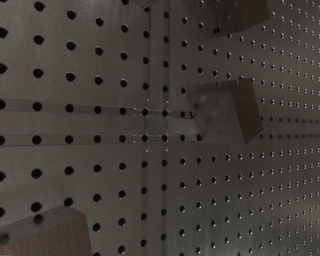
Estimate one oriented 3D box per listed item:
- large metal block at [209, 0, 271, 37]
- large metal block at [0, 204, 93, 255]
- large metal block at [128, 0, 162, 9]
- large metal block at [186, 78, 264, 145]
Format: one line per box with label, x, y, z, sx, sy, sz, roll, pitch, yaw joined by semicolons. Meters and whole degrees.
large metal block;0.128;-0.202;0.503;0.081;0.050;0.080;-32;110;-36
large metal block;-0.113;0.130;0.299;0.081;0.050;0.079;-13;99;-39
large metal block;-0.008;-0.200;0.368;0.050;0.080;0.080;17;79;-39
large metal block;0.095;-0.023;0.455;0.050;0.080;0.080;-32;110;-36
